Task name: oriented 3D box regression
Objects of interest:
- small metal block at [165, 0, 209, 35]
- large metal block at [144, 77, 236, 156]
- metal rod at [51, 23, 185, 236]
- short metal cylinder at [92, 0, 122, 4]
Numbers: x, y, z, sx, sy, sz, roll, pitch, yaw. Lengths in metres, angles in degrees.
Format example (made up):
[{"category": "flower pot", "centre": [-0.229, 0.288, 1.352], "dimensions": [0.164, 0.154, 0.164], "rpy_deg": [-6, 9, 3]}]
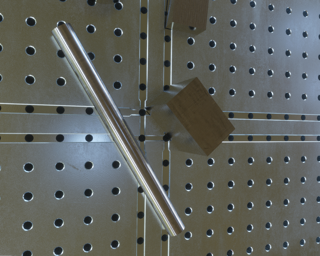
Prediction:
[{"category": "small metal block", "centre": [0.038, -0.162, 0.427], "dimensions": [0.050, 0.025, 0.050], "rpy_deg": [6, 88, -20]}, {"category": "large metal block", "centre": [0.035, -0.013, 0.398], "dimensions": [0.050, 0.080, 0.080], "rpy_deg": [-43, 104, -15]}, {"category": "metal rod", "centre": [-0.048, 0.010, 0.395], "dimensions": [0.025, 0.025, 0.299], "rpy_deg": [-32, 101, -17]}, {"category": "short metal cylinder", "centre": [-0.065, -0.200, 0.376], "dimensions": [0.081, 0.050, 0.079], "rpy_deg": [0, 90, -21]}]
